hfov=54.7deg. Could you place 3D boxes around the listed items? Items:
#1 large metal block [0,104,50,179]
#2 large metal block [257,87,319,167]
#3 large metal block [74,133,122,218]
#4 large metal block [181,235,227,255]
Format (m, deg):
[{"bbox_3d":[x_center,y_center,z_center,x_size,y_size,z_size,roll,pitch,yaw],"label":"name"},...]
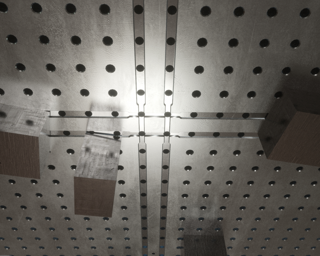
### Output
[{"bbox_3d":[-0.193,0.018,0.407,0.081,0.050,0.079,9,130,-9],"label":"large metal block"},{"bbox_3d":[0.185,0.001,0.399,0.081,0.050,0.079,9,130,-8],"label":"large metal block"},{"bbox_3d":[-0.085,0.065,0.430,0.050,0.080,0.079,7,130,-6],"label":"large metal block"},{"bbox_3d":[0.084,0.256,0.595,0.081,0.080,0.050,2,130,-3],"label":"large metal block"}]
